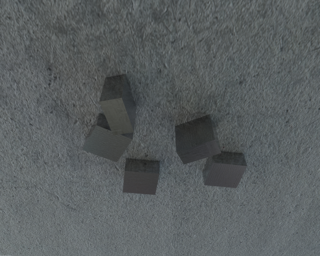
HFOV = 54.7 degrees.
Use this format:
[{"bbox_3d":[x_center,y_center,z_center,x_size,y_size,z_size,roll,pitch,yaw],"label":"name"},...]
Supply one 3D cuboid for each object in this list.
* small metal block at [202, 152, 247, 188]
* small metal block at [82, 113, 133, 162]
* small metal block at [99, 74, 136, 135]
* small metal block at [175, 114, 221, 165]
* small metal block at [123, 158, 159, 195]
[{"bbox_3d":[0.095,0.062,0.461,0.050,0.025,0.050,6,130,-6],"label":"small metal block"},{"bbox_3d":[-0.070,0.014,0.418,0.050,0.025,0.050,23,126,-19],"label":"small metal block"},{"bbox_3d":[-0.048,-0.028,0.367,0.025,0.050,0.050,-9,130,8],"label":"small metal block"},{"bbox_3d":[0.048,0.014,0.403,0.050,0.050,0.025,-19,128,15],"label":"small metal block"},{"bbox_3d":[-0.029,0.074,0.470,0.050,0.025,0.050,6,130,-5],"label":"small metal block"}]
